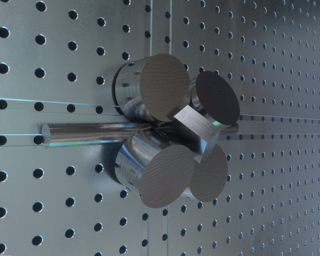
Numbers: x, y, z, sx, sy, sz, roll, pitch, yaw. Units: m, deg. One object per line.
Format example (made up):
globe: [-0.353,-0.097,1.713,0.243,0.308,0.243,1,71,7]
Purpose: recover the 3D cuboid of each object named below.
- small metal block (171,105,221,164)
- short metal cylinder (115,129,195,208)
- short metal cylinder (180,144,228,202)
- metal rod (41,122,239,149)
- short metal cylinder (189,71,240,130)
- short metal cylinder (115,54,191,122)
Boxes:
small metal block: [0.041,0.008,0.377,0.025,0.050,0.050,-40,157,-27]
short metal cylinder: [-0.006,0.047,0.368,0.081,0.050,0.079,-19,122,-33]
short metal cylinder: [0.049,0.058,0.429,0.081,0.050,0.079,0,90,-40]
metal rod: [0.002,0.004,0.406,0.302,0.025,0.025,-2,92,-40]
short metal cylinder: [0.062,-0.030,0.423,0.081,0.050,0.080,19,56,-31]
short metal cylinder: [-0.007,-0.047,0.382,0.081,0.050,0.079,0,90,-40]
